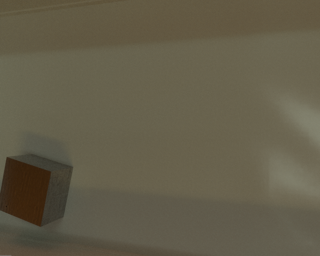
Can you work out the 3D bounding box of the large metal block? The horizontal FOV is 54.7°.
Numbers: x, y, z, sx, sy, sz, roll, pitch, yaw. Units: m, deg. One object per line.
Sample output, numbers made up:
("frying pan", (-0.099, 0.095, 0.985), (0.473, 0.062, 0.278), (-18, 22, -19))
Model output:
("large metal block", (-0.185, 0.089, 0.463), (0.080, 0.050, 0.080), (14, 95, 19))
